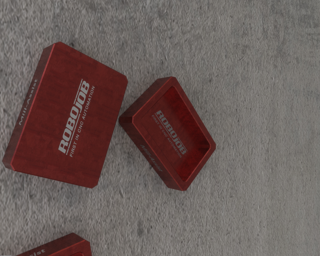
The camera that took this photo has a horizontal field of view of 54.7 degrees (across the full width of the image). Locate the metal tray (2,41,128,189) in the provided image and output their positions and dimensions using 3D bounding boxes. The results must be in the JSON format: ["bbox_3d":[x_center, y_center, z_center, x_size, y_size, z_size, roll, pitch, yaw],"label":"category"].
[{"bbox_3d":[-0.093,-0.011,0.323,0.090,0.030,0.130,24,75,-37],"label":"metal tray"}]

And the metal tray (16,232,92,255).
[{"bbox_3d":[-0.126,0.169,0.295,0.131,0.030,0.089,-13,98,-39],"label":"metal tray"}]

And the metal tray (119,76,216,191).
[{"bbox_3d":[0.016,0.009,0.413,0.090,0.030,0.130,-49,119,-29],"label":"metal tray"}]
